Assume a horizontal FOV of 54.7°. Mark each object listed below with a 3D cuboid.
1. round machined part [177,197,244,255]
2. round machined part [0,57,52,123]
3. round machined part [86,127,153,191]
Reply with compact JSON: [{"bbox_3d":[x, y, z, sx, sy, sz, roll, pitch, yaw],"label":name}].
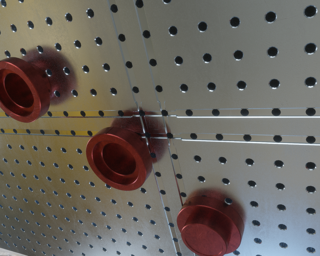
[{"bbox_3d":[0.070,0.152,0.457,0.098,0.042,0.097,13,124,20],"label":"round machined part"},{"bbox_3d":[-0.206,-0.060,0.469,0.098,0.042,0.097,13,124,20],"label":"round machined part"},{"bbox_3d":[-0.055,0.040,0.452,0.098,0.042,0.097,13,124,20],"label":"round machined part"}]
